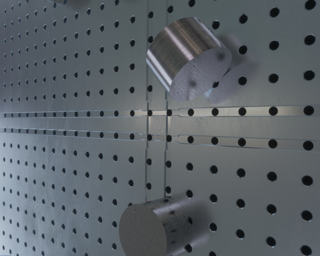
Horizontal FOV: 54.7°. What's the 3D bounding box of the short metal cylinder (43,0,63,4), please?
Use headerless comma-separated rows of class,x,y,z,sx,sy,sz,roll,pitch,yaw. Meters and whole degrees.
short metal cylinder,-0.207,-0.274,0.564,0.080,0.050,0.079,0,90,40

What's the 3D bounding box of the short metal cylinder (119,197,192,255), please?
short metal cylinder,-0.007,0.133,0.399,0.080,0.050,0.079,0,90,40

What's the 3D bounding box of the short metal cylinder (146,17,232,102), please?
short metal cylinder,0.032,-0.075,0.347,0.080,0.081,0.050,-48,62,29
